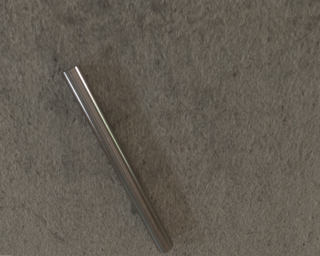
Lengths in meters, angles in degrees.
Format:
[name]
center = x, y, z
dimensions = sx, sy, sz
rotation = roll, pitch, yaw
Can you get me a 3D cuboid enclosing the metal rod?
[metal rod]
center = -0.051, 0.055, 0.429
dimensions = 0.025, 0.025, 0.299
rotation = -22, 109, 7
